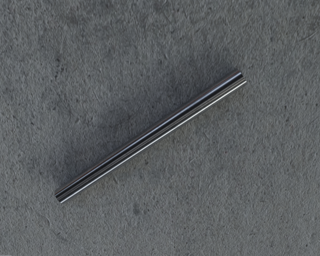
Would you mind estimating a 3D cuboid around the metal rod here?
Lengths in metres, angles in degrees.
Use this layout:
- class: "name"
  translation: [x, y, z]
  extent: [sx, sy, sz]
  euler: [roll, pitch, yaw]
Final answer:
- class: "metal rod"
  translation: [-0.020, 0.016, 0.417]
  extent: [0.300, 0.025, 0.025]
  euler: [-34, 107, 11]
